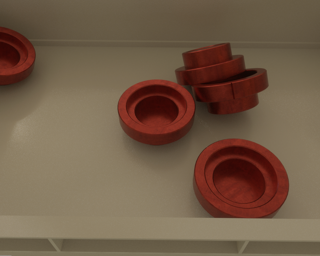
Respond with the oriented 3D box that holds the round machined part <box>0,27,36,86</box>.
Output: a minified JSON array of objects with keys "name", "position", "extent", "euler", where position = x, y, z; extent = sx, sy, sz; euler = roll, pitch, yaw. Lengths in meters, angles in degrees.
[{"name":"round machined part","position":[-0.241,-0.103,0.463],"extent":[0.099,0.042,0.098],"euler":[14,52,-19]}]

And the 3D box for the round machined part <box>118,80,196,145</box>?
[{"name":"round machined part","position":[-0.004,-0.016,0.407],"extent":[0.099,0.042,0.098],"euler":[0,50,0]}]

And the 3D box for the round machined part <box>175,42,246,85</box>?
[{"name":"round machined part","position":[0.069,-0.094,0.441],"extent":[0.098,0.042,0.098],"euler":[-13,15,4]}]

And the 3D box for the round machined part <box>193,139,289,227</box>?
[{"name":"round machined part","position":[0.085,0.062,0.342],"extent":[0.099,0.042,0.098],"euler":[0,50,0]}]

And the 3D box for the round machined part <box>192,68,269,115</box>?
[{"name":"round machined part","position":[0.094,-0.048,0.414],"extent":[0.098,0.042,0.098],"euler":[-12,15,4]}]
